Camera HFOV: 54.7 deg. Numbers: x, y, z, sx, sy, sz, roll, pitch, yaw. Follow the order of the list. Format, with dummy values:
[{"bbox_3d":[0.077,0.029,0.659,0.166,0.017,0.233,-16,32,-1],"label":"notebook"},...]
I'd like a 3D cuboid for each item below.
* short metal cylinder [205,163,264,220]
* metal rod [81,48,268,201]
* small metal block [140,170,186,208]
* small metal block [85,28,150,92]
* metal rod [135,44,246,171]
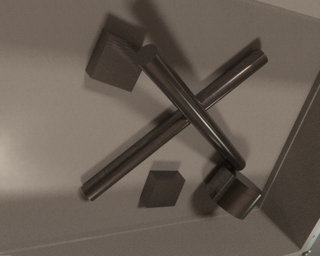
[{"bbox_3d":[0.120,0.102,0.505,0.080,0.080,0.050,29,102,-38],"label":"short metal cylinder"},{"bbox_3d":[0.021,-0.006,0.418,0.301,0.025,0.025,-38,130,-3],"label":"metal rod"},{"bbox_3d":[0.004,0.092,0.470,0.050,0.025,0.050,6,116,-31],"label":"small metal block"},{"bbox_3d":[-0.046,-0.073,0.339,0.050,0.025,0.050,16,110,-35],"label":"small metal block"},{"bbox_3d":[0.059,-0.005,0.408,0.025,0.025,0.300,-45,139,3],"label":"metal rod"}]
